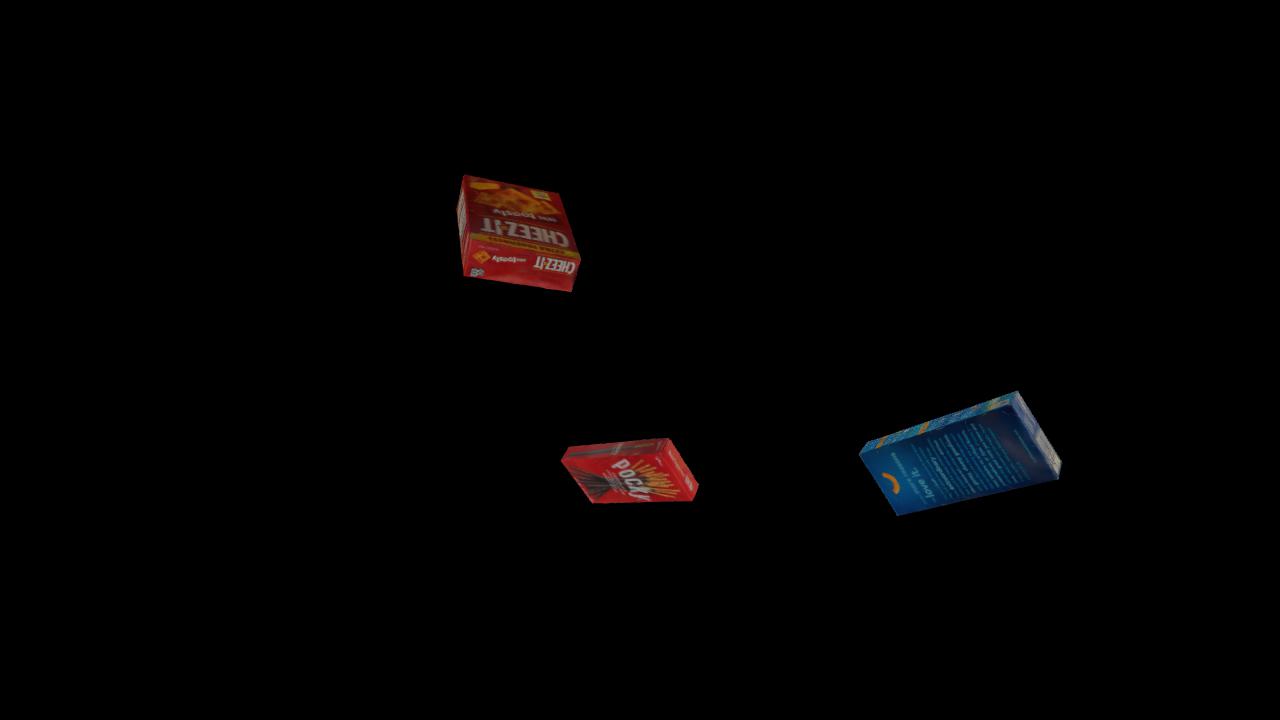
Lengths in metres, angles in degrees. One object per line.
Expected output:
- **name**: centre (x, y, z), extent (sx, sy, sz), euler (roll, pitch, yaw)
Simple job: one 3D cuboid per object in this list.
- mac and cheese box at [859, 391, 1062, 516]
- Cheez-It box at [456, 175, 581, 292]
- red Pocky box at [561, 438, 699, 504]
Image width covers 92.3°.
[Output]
- **mac and cheese box**: centre (0.352, 0.110, 0.692), extent (0.184, 0.093, 0.041), euler (-32, 1, 45)
- **Cheez-It box**: centre (-0.196, -0.202, 0.967), extent (0.166, 0.071, 0.223), euler (6, 38, -23)
- **red Pocky box**: centre (-0.015, 0.135, 0.734), extent (0.155, 0.083, 0.028), euler (-11, 32, 35)
